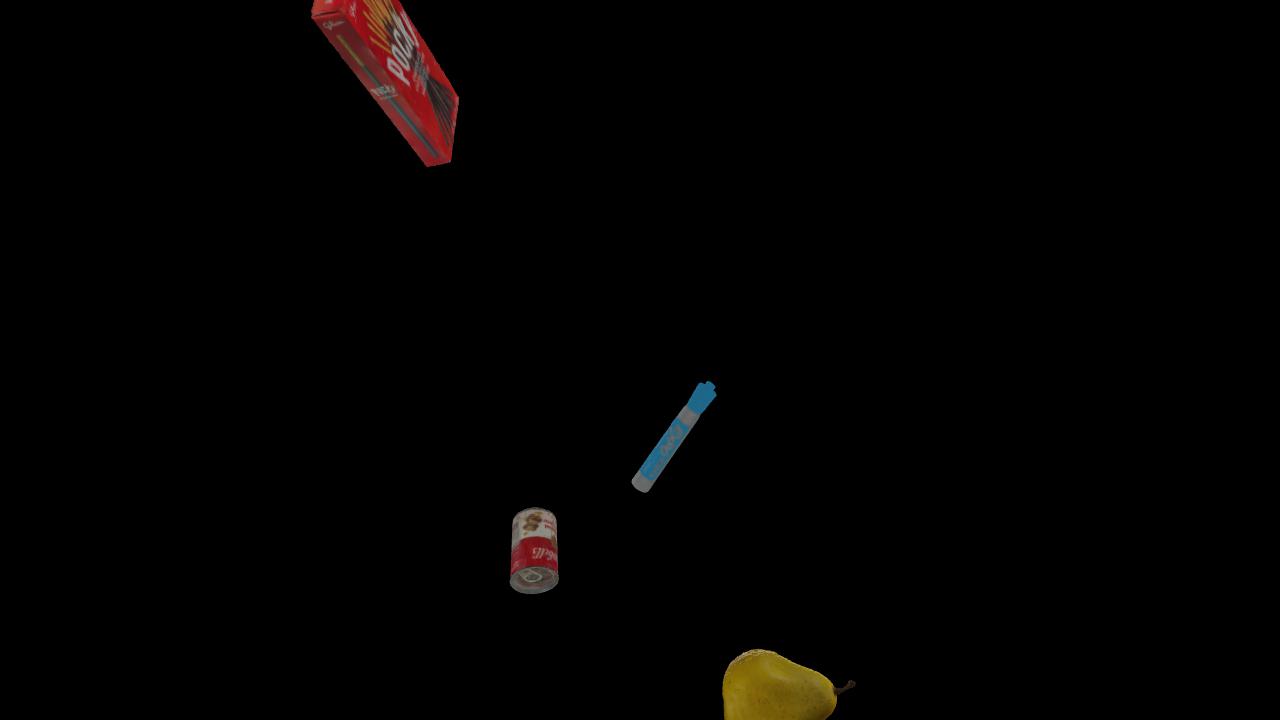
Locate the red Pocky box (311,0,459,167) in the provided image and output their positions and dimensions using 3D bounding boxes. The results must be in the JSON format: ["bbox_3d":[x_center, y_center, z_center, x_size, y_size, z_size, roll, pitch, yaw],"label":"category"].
[{"bbox_3d":[-0.197,-0.240,0.500,0.028,0.083,0.155,-7,-25,11],"label":"red Pocky box"}]

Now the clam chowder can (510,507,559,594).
[{"bbox_3d":[-0.153,0.274,0.890,0.068,0.068,0.102,0,39,-10],"label":"clam chowder can"}]

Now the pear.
[{"bbox_3d":[0.128,0.290,0.522,0.111,0.080,0.080,-9,-4,24],"label":"pear"}]

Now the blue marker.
[{"bbox_3d":[0.031,0.069,0.552,0.020,0.121,0.020,30,18,-11],"label":"blue marker"}]
